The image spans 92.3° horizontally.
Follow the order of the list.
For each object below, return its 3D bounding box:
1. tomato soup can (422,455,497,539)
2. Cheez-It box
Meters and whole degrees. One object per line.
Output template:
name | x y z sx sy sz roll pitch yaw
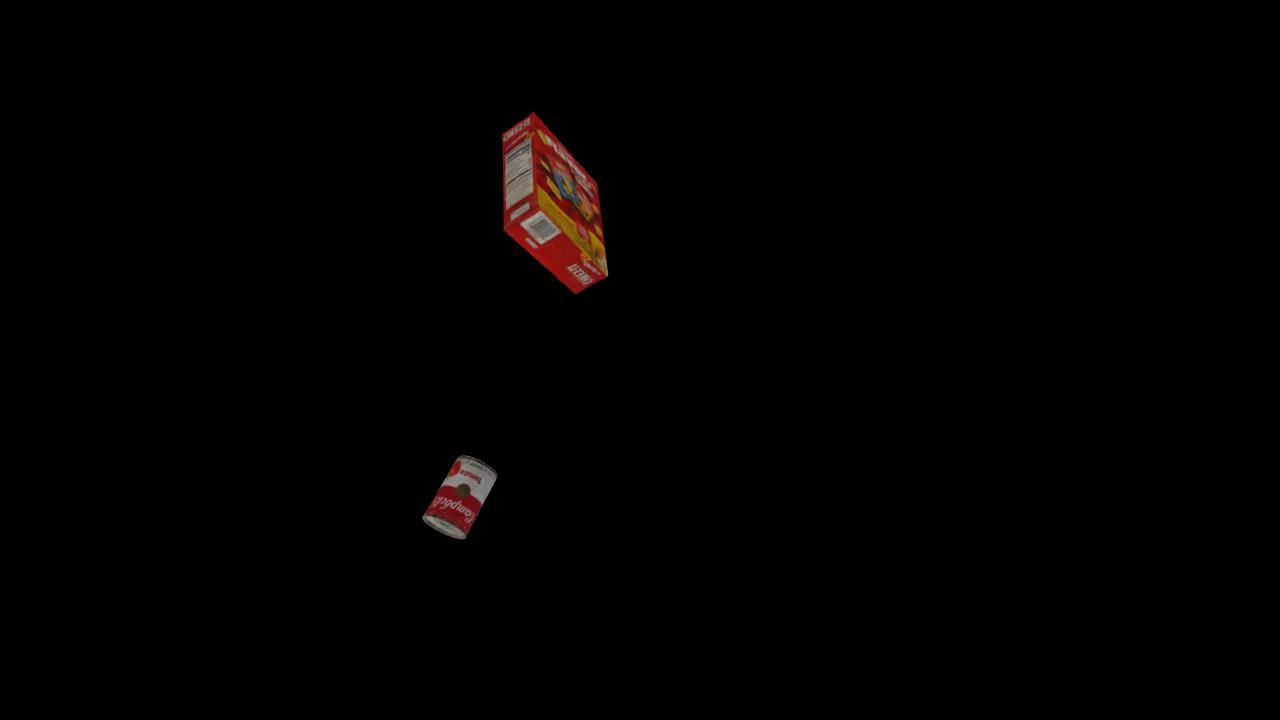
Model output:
tomato soup can | -0.258 0.198 0.890 0.068 0.101 0.068 16 -35 11
Cheez-It box | -0.126 -0.232 0.908 0.071 0.223 0.166 -25 -39 21
